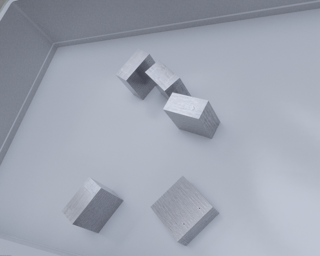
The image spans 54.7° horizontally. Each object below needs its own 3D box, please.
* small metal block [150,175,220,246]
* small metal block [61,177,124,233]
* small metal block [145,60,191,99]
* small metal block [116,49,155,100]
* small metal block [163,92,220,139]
[{"bbox_3d":[0.027,0.089,0.337,0.050,0.025,0.050,-44,51,-2],"label":"small metal block"},{"bbox_3d":[-0.080,0.094,0.374,0.025,0.050,0.050,31,79,38],"label":"small metal block"},{"bbox_3d":[0.013,-0.057,0.418,0.025,0.050,0.050,-42,51,0],"label":"small metal block"},{"bbox_3d":[-0.028,-0.077,0.452,0.025,0.050,0.050,33,80,38],"label":"small metal block"},{"bbox_3d":[0.040,-0.015,0.378,0.050,0.050,0.025,18,71,35],"label":"small metal block"}]
